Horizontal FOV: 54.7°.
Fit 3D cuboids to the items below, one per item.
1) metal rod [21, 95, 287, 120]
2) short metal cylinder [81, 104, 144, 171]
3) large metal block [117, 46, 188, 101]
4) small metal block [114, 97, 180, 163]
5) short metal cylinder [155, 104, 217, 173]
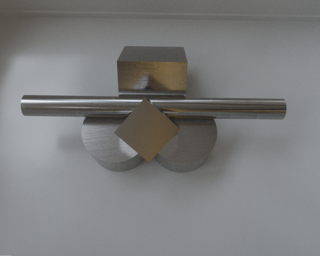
[{"bbox_3d":[-0.007,-0.024,0.364,0.302,0.025,0.025,1,70,0],"label":"metal rod"},{"bbox_3d":[-0.053,0.010,0.391,0.081,0.050,0.080,0,70,0],"label":"short metal cylinder"},{"bbox_3d":[-0.009,-0.071,0.399,0.081,0.050,0.080,1,27,0],"label":"large metal block"},{"bbox_3d":[-0.014,0.001,0.343,0.050,0.025,0.050,41,96,-6],"label":"small metal block"},{"bbox_3d":[0.028,0.012,0.391,0.081,0.050,0.080,0,70,0],"label":"short metal cylinder"}]
